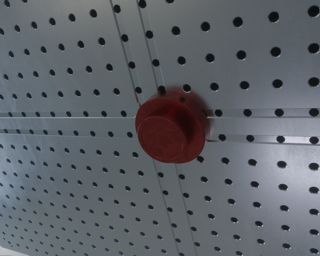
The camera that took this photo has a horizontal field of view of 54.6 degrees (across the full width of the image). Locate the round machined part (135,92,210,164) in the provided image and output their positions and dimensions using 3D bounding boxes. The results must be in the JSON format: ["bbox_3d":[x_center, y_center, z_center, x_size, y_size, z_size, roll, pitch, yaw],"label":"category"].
[{"bbox_3d":[0.011,0.006,0.399,0.098,0.042,0.097,13,124,21],"label":"round machined part"}]
